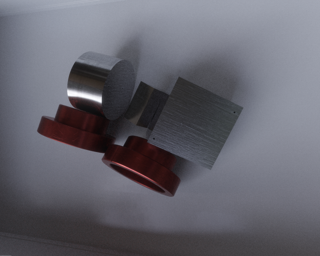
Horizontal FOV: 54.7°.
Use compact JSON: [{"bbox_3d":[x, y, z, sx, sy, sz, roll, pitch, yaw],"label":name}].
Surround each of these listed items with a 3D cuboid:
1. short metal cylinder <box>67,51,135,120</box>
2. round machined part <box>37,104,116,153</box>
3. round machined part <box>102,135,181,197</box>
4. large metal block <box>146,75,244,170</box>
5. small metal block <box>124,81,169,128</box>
[{"bbox_3d":[-0.075,-0.056,0.406,0.050,0.080,0.080,18,96,19],"label":"short metal cylinder"},{"bbox_3d":[-0.105,-0.001,0.408,0.098,0.098,0.042,18,89,19],"label":"round machined part"},{"bbox_3d":[-0.018,0.044,0.383,0.098,0.098,0.042,22,72,18],"label":"round machined part"},{"bbox_3d":[0.037,-0.008,0.367,0.080,0.050,0.080,24,98,-9],"label":"large metal block"},{"bbox_3d":[-0.011,-0.027,0.397,0.025,0.050,0.050,34,102,37],"label":"small metal block"}]
